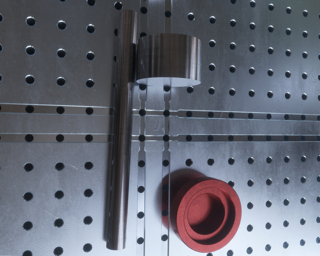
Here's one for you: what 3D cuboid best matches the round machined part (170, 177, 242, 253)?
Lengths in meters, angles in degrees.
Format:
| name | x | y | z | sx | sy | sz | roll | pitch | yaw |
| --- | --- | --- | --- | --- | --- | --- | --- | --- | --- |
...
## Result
| name | x | y | z | sx | sy | sz | roll | pitch | yaw |
| --- | --- | --- | --- | --- | --- | --- | --- | --- | --- |
| round machined part | 0.059 | 0.115 | 0.427 | 0.099 | 0.042 | 0.097 | 0 | 90 | -21 |

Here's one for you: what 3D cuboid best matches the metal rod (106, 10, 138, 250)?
| name | x | y | z | sx | sy | sz | roll | pitch | yaw |
| --- | --- | --- | --- | --- | --- | --- | --- | --- | --- |
| metal rod | -0.048 | 0.002 | 0.395 | 0.025 | 0.025 | 0.298 | 3 | 89 | -20 |

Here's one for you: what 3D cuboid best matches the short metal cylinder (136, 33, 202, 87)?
| name | x | y | z | sx | sy | sz | roll | pitch | yaw |
| --- | --- | --- | --- | --- | --- | --- | --- | --- | --- |
| short metal cylinder | 0.011 | -0.082 | 0.388 | 0.081 | 0.080 | 0.050 | 1 | 90 | -20 |
